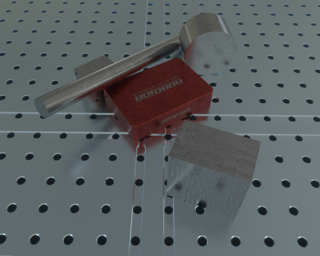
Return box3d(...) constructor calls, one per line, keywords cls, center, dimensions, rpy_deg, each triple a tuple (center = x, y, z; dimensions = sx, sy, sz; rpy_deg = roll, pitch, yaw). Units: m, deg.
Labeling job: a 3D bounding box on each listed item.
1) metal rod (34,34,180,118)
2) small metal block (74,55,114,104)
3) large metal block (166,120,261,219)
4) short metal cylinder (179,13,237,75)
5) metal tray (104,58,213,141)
box3d(cls="metal rod", center=(-0.041, -0.091, 0.446), dimensions=(0.025, 0.025, 0.302), rpy_deg=(32, 45, 24))
box3d(cls="small metal block", center=(-0.091, -0.070, 0.449), dimensions=(0.050, 0.050, 0.025), rpy_deg=(-32, 57, -24))
box3d(cls="large metal block", center=(0.054, 0.046, 0.334), dimensions=(0.080, 0.080, 0.050), rpy_deg=(17, 52, 13))
box3d(cls="short metal cylinder", center=(0.073, -0.129, 0.482), dimensions=(0.081, 0.080, 0.050), rpy_deg=(-5, 50, -5))
box3d(cls="metal tray", center=(-0.002, -0.046, 0.443), dimensions=(0.131, 0.030, 0.090), rpy_deg=(-26, 55, -21))
